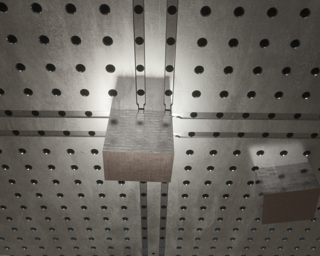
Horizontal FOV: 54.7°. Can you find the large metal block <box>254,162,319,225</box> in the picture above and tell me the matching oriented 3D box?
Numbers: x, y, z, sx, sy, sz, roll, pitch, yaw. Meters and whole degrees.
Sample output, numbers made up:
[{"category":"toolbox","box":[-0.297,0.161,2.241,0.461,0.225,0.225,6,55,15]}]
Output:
[{"category":"large metal block","box":[0.196,0.104,0.487,0.080,0.050,0.080,-8,130,6]}]

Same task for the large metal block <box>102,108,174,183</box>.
[{"category":"large metal block","box":[-0.026,0.021,0.393,0.081,0.080,0.050,3,130,-3]}]
